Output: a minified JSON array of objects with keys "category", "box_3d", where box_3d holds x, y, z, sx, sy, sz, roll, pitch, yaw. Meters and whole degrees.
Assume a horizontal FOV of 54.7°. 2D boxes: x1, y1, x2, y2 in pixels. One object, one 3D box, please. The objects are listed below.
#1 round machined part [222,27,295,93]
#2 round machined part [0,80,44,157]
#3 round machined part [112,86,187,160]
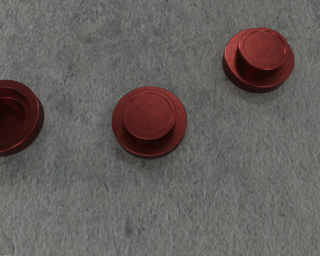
[{"category":"round machined part","box_3d":[0.141,-0.102,0.438,0.099,0.042,0.098,0,70,-1]},{"category":"round machined part","box_3d":[-0.199,-0.010,0.400,0.099,0.042,0.098,0,70,-1]},{"category":"round machined part","box_3d":[-0.014,-0.011,0.403,0.099,0.042,0.098,0,70,-1]}]
